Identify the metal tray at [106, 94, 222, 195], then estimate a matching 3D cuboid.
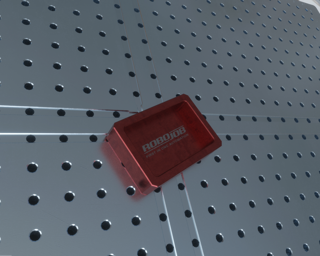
[{"bbox_3d":[0.009,0.015,0.401,0.131,0.030,0.090,-26,76,-37],"label":"metal tray"}]
